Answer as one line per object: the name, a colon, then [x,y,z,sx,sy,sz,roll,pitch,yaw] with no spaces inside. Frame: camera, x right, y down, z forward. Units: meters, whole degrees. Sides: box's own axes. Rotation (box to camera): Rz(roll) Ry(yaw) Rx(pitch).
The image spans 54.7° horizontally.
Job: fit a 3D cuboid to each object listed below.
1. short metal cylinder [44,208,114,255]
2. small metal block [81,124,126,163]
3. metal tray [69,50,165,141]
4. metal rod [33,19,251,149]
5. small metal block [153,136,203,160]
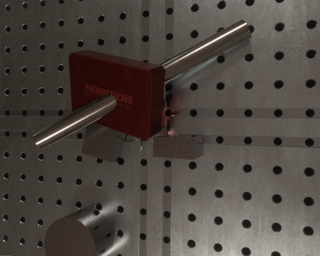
short metal cylinder: [-0.113,0.160,0.438,0.080,0.050,0.079,0,90,19]
small metal block: [-0.079,0.017,0.439,0.050,0.025,0.050,15,95,19]
metal tray: [-0.059,-0.045,0.403,0.130,0.030,0.089,18,118,27]
metal rod: [-0.028,-0.052,0.394,0.301,0.025,0.025,-27,81,7]
small metal block: [0.024,0.023,0.390,0.050,0.050,0.025,2,91,19]
